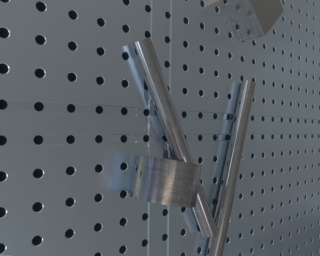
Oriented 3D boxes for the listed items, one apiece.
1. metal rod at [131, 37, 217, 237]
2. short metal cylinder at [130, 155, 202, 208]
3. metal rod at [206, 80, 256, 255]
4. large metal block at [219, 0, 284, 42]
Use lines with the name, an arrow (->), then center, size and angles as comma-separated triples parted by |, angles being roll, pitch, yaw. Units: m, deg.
metal rod -> 0.026, 0.024, 0.430 | 0.025, 0.025, 0.298 | -32, 110, -35
short metal cylinder -> 0.008, 0.064, 0.380 | 0.081, 0.080, 0.050 | 15, 81, -39
metal rod -> 0.118, 0.064, 0.508 | 0.025, 0.025, 0.299 | 24, 75, -38
large metal block -> 0.157, -0.207, 0.525 | 0.080, 0.050, 0.080 | -51, 120, -28
